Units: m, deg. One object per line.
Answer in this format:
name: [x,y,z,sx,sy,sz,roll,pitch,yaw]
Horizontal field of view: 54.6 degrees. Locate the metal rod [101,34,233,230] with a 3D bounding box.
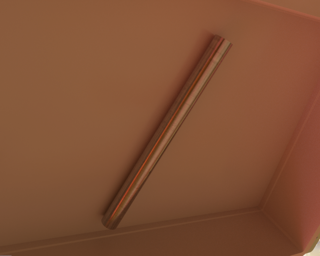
metal rod: [0.002,0.015,0.415,0.025,0.025,0.299,22,107,-36]
